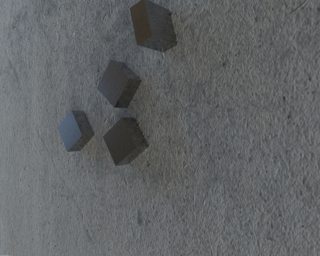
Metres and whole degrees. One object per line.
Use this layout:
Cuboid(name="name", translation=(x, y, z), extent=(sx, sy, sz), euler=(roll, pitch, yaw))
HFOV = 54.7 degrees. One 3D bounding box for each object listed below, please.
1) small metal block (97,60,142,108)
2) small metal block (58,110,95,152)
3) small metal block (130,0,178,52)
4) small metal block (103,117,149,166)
Cuboid(name="small metal block", translation=(-0.060, -0.064, 0.455), extent=(0.050, 0.025, 0.050), euler=(46, 117, 30))
Cuboid(name="small metal block", translation=(-0.142, 0.005, 0.523), extent=(0.050, 0.025, 0.050), euler=(-43, 64, 31))
Cuboid(name="small metal block", translation=(-0.008, -0.129, 0.395), extent=(0.025, 0.050, 0.050), euler=(-19, 78, 38))
Cuboid(name="small metal block", translation=(-0.050, 0.020, 0.446), extent=(0.050, 0.025, 0.050), euler=(-42, 65, 32))
